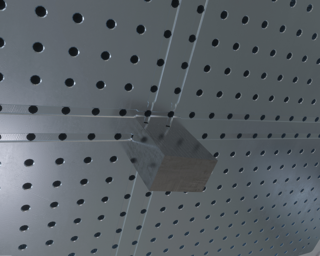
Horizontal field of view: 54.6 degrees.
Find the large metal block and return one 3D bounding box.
[{"bbox_3d":[0.013,0.038,0.406,0.081,0.080,0.050,9,114,-32],"label":"large metal block"}]
